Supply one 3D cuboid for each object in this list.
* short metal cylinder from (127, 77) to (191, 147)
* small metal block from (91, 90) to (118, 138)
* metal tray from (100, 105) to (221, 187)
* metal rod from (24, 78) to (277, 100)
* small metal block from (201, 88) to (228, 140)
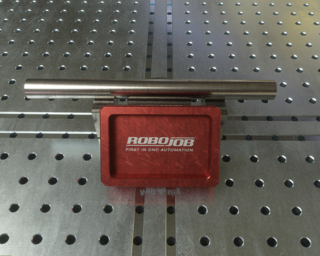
[{"bbox_3d":[-0.001,-0.022,0.409,0.080,0.050,0.080,0,50,0],"label":"short metal cylinder"},{"bbox_3d":[-0.070,-0.022,0.409,0.025,0.050,0.050,-1,50,0],"label":"small metal block"},{"bbox_3d":[0.000,0.019,0.352,0.131,0.089,0.030,0,7,0],"label":"metal tray"},{"bbox_3d":[-0.011,-0.048,0.382,0.302,0.025,0.025,0,50,0],"label":"metal rod"},{"bbox_3d":[0.069,-0.019,0.408,0.025,0.050,0.050,-1,50,0],"label":"small metal block"}]
